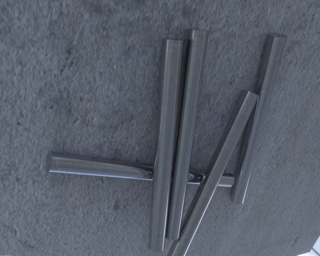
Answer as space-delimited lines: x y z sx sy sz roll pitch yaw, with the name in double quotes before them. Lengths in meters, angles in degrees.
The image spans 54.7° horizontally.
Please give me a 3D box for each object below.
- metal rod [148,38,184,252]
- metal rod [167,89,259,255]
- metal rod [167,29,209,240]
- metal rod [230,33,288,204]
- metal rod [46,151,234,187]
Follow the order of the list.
"metal rod" 0.005 0.037 0.407 0.025 0.025 0.298 -6 113 -26
"metal rod" 0.074 0.085 0.469 0.025 0.025 0.298 18 99 -36
"metal rod" 0.031 0.023 0.416 0.025 0.025 0.298 -5 114 -26
"metal rod" 0.150 0.003 0.493 0.025 0.025 0.298 -11 123 -23
"metal rod" -0.006 0.064 0.444 0.302 0.025 0.025 11 113 -34
